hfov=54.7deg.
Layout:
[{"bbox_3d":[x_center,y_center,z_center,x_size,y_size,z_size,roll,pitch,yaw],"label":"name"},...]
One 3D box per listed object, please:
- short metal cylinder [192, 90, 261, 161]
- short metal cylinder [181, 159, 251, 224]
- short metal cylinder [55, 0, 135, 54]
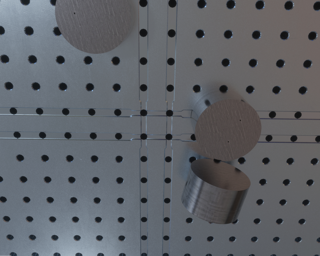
[{"bbox_3d":[0.083,-0.005,0.399,0.081,0.050,0.079,0,110,0],"label":"short metal cylinder"},{"bbox_3d":[0.074,0.082,0.415,0.081,0.080,0.050,12,110,-5],"label":"short metal cylinder"},{"bbox_3d":[-0.071,-0.128,0.352,0.081,0.050,0.079,0,110,0],"label":"short metal cylinder"}]
